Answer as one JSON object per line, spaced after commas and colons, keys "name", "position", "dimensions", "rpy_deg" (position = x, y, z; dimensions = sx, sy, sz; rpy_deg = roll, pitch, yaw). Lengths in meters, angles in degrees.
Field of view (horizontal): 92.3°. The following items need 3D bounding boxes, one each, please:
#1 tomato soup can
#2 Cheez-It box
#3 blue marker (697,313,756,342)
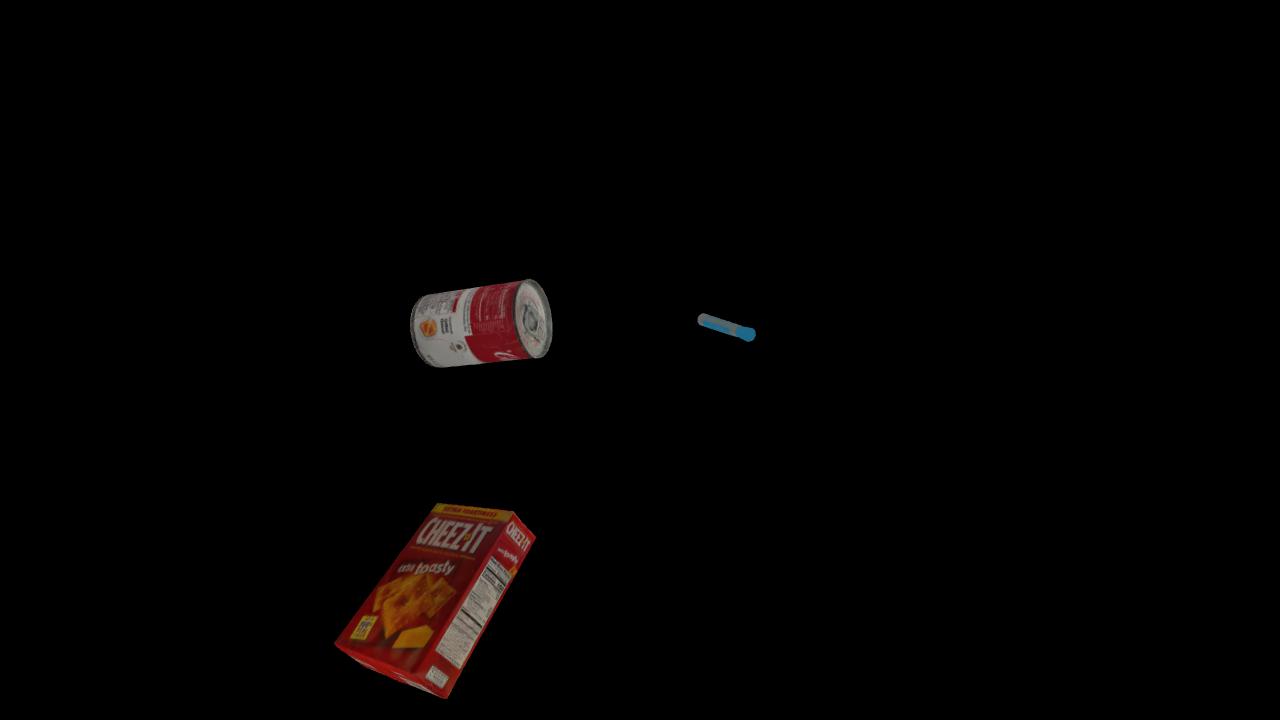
{"name": "tomato soup can", "position": [-0.135, -0.030, 0.527], "dimensions": [0.101, 0.068, 0.068], "rpy_deg": [-5, -2, 16]}
{"name": "Cheez-It box", "position": [-0.261, 0.299, 0.805], "dimensions": [0.166, 0.071, 0.223], "rpy_deg": [-3, 41, 34]}
{"name": "blue marker", "position": [0.120, -0.046, 0.860], "dimensions": [0.020, 0.020, 0.121], "rpy_deg": [0, 14, -28]}
